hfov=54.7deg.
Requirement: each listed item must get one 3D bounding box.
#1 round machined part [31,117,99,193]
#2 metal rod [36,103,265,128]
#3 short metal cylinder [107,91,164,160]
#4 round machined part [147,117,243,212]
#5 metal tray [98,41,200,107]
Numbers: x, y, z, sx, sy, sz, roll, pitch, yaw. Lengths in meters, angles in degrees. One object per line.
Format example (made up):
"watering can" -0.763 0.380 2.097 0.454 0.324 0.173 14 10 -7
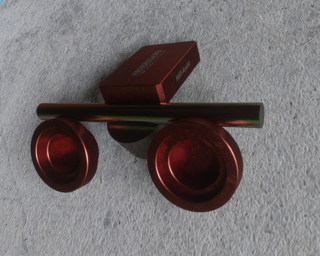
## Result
"round machined part" -0.122 0.033 0.415 0.098 0.042 0.097 6 103 26
"metal rod" -0.034 -0.018 0.369 0.300 0.025 0.025 2 63 29
"short metal cylinder" -0.021 -0.005 0.403 0.080 0.050 0.080 -13 56 20
"round machined part" 0.039 0.035 0.329 0.098 0.042 0.097 8 108 26
"metal tray" -0.010 -0.075 0.417 0.090 0.030 0.131 2 37 29
